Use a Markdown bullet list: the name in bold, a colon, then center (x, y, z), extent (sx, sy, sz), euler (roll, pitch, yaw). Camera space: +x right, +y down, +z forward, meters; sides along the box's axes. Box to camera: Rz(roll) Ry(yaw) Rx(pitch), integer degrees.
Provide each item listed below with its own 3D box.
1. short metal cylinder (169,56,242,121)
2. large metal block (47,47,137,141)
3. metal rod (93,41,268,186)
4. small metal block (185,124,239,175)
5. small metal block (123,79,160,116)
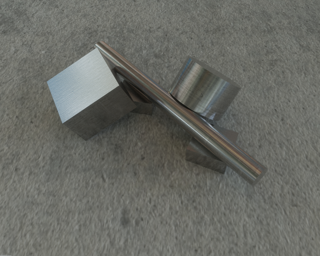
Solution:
- **short metal cylinder**: center (0.059, -0.052, 0.407), extent (0.080, 0.050, 0.080), euler (28, 18, -10)
- **large metal block**: center (-0.089, -0.044, 0.403), extent (0.080, 0.050, 0.080), euler (-34, 55, 3)
- **metal rod**: center (0.007, -0.034, 0.401), extent (0.025, 0.025, 0.300), euler (-34, 58, -25)
- **small metal block**: center (0.065, 0.024, 0.386), extent (0.050, 0.025, 0.050), euler (19, 52, 15)
- **small metal block**: center (-0.031, -0.047, 0.444), extent (0.050, 0.025, 0.050), euler (10, 51, 7)
